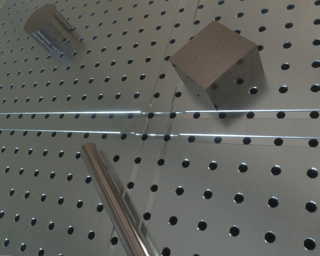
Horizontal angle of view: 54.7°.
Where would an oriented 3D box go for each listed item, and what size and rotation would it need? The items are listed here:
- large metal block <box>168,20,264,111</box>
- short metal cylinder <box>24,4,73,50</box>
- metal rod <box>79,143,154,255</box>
[{"bbox_3d":[0.073,-0.083,0.405,0.080,0.050,0.080,-41,51,0],"label":"large metal block"},{"bbox_3d":[-0.230,-0.209,0.641,0.080,0.050,0.080,-13,56,21],"label":"short metal cylinder"},{"bbox_3d":[-0.032,0.123,0.349,0.025,0.025,0.300,-39,51,2],"label":"metal rod"}]
